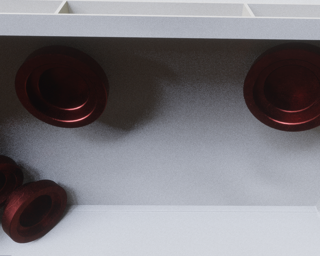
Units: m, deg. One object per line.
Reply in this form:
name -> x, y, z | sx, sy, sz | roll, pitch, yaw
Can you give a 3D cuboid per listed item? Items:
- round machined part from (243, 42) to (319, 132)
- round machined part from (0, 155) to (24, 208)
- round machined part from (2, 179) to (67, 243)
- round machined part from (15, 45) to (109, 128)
round machined part -> 0.146, -0.048, 0.343 | 0.098, 0.042, 0.097 | 14, 128, 20
round machined part -> -0.251, 0.076, 0.438 | 0.099, 0.042, 0.097 | -37, 150, -25
round machined part -> -0.196, 0.122, 0.476 | 0.042, 0.099, 0.097 | 27, 137, 27
round machined part -> -0.107, -0.050, 0.354 | 0.099, 0.042, 0.097 | 0, 130, 0
